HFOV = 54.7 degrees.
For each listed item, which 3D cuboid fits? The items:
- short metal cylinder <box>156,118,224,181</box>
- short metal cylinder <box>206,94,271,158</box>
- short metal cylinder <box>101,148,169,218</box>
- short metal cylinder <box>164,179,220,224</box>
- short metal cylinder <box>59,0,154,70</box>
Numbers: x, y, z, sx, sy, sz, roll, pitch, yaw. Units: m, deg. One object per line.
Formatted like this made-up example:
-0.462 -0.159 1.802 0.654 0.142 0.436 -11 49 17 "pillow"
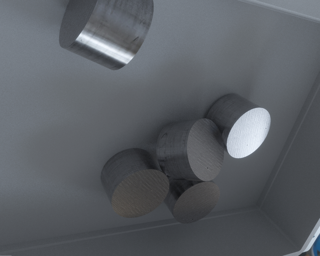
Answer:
0.041 0.029 0.410 0.081 0.050 0.080 7 80 -46 "short metal cylinder"
0.112 -0.003 0.450 0.081 0.050 0.079 -17 125 -25 "short metal cylinder"
-0.034 0.074 0.421 0.081 0.050 0.079 -14 124 -21 "short metal cylinder"
0.045 0.101 0.482 0.081 0.050 0.079 -14 125 -21 "short metal cylinder"
-0.051 -0.100 0.284 0.050 0.080 0.080 20 108 -36 "short metal cylinder"
